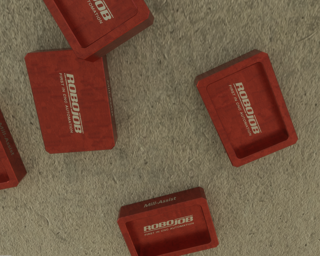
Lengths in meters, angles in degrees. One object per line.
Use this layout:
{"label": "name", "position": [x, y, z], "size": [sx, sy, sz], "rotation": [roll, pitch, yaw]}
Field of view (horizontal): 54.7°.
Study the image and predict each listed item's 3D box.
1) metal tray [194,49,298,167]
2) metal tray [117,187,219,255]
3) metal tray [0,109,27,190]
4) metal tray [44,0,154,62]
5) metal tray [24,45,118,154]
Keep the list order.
{"label": "metal tray", "position": [0.111, -0.023, 0.399], "size": [0.090, 0.030, 0.130], "rotation": [-25, 109, 8]}
{"label": "metal tray", "position": [0.013, 0.147, 0.461], "size": [0.131, 0.030, 0.090], "rotation": [-16, 110, 5]}
{"label": "metal tray", "position": [-0.248, 0.024, 0.413], "size": [0.090, 0.030, 0.129], "rotation": [-12, 110, 4]}
{"label": "metal tray", "position": [-0.077, -0.149, 0.332], "size": [0.090, 0.030, 0.130], "rotation": [-30, 91, 10]}
{"label": "metal tray", "position": [-0.108, -0.034, 0.393], "size": [0.091, 0.030, 0.129], "rotation": [-4, 110, 1]}
